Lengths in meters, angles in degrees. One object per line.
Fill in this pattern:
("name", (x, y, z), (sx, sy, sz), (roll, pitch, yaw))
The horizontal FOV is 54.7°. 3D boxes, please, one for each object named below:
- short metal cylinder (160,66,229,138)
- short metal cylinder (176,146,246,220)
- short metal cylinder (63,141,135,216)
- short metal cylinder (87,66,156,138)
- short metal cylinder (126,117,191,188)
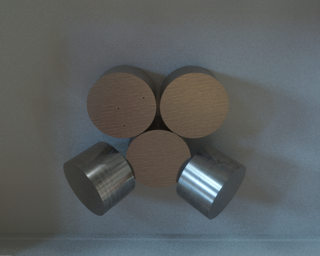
("short metal cylinder", (0.040, -0.034, 0.385), (0.081, 0.050, 0.079), (0, 110, -1))
("short metal cylinder", (0.067, 0.070, 0.400), (0.050, 0.081, 0.079), (33, 112, 30))
("short metal cylinder", (-0.078, 0.064, 0.397), (0.050, 0.080, 0.080), (-35, 114, -35))
("short metal cylinder", (-0.045, -0.033, 0.382), (0.081, 0.050, 0.079), (0, 110, -1))
("short metal cylinder", (-0.002, 0.031, 0.406), (0.081, 0.050, 0.079), (0, 110, -1))
